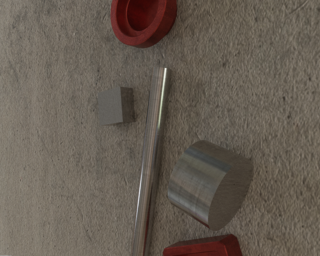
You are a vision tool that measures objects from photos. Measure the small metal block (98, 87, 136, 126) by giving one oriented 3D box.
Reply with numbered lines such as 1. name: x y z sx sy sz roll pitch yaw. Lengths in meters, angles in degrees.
1. small metal block: -0.065 -0.031 0.459 0.050 0.025 0.050 -8 85 39

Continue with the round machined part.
1. round machined part: -0.017 -0.154 0.408 0.098 0.042 0.097 0 90 40

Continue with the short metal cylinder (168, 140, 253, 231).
1. short metal cylinder: 0.054 0.059 0.325 0.050 0.081 0.079 25 106 37

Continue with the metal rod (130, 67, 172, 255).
1. metal rod: -0.015 0.070 0.417 0.025 0.025 0.298 12 97 39

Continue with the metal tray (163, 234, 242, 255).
1. metal tray: 0.060 0.195 0.351 0.090 0.030 0.129 -25 75 37
